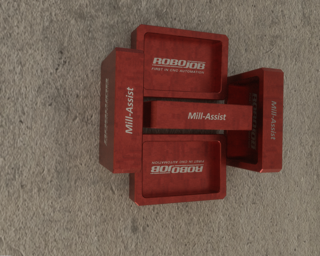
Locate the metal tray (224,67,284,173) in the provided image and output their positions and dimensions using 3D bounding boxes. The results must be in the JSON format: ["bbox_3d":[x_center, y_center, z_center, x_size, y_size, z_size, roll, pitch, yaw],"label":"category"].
[{"bbox_3d":[0.124,-0.010,0.421,0.030,0.090,0.129,1,90,-20],"label":"metal tray"}]

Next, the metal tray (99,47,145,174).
[{"bbox_3d":[-0.047,-0.018,0.358,0.030,0.090,0.129,1,90,-21],"label":"metal tray"}]

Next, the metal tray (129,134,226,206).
[{"bbox_3d":[0.026,0.053,0.418,0.131,0.030,0.089,1,89,-20],"label":"metal tray"}]

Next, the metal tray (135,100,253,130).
[{"bbox_3d":[0.038,-0.014,0.391,0.131,0.090,0.030,1,91,-20],"label":"metal tray"}]

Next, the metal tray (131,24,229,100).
[{"bbox_3d":[0.027,-0.084,0.417,0.131,0.030,0.089,0,93,-20],"label":"metal tray"}]
